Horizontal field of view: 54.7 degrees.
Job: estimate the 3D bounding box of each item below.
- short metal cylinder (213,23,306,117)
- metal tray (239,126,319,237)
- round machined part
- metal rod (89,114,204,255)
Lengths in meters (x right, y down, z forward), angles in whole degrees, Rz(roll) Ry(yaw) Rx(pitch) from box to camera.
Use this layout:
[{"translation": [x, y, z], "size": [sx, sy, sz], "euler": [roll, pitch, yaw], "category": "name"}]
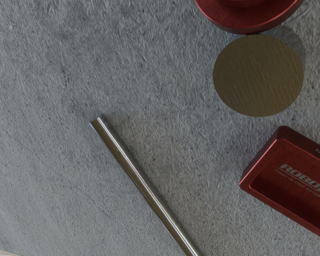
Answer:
[{"translation": [0.098, -0.057, 0.303], "size": [0.080, 0.050, 0.079], "euler": [13, 124, 20], "category": "short metal cylinder"}, {"translation": [0.170, 0.066, 0.354], "size": [0.130, 0.030, 0.089], "euler": [31, 128, 7], "category": "metal tray"}, {"translation": [0.071, -0.130, 0.251], "size": [0.098, 0.042, 0.097], "euler": [0, 90, 24], "category": "round machined part"}, {"translation": [-0.011, 0.107, 0.477], "size": [0.025, 0.025, 0.299], "euler": [-24, 106, 36], "category": "metal rod"}]
